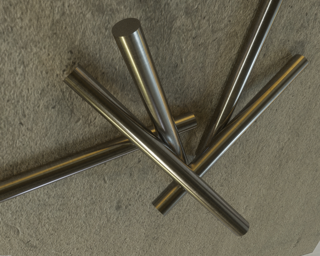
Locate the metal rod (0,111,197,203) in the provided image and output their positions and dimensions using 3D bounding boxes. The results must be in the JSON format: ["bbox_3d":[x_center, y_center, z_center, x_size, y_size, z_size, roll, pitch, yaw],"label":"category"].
[{"bbox_3d":[-0.092,0.039,0.380,0.302,0.025,0.025,-20,126,-16],"label":"metal rod"}]

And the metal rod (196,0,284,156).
[{"bbox_3d":[0.112,-0.080,0.417,0.025,0.025,0.298,6,116,-31],"label":"metal rod"}]

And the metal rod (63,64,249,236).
[{"bbox_3d":[0.010,0.040,0.373,0.025,0.025,0.300,-45,110,3],"label":"metal rod"}]

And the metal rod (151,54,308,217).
[{"bbox_3d":[0.103,0.004,0.432,0.301,0.025,0.025,-44,130,-10],"label":"metal rod"}]

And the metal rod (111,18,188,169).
[{"bbox_3d":[0.008,0.004,0.372,0.025,0.025,0.299,-32,141,-8],"label":"metal rod"}]
